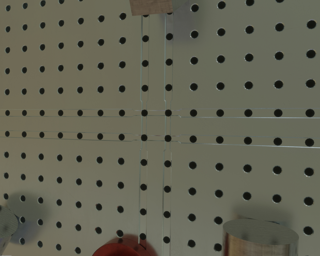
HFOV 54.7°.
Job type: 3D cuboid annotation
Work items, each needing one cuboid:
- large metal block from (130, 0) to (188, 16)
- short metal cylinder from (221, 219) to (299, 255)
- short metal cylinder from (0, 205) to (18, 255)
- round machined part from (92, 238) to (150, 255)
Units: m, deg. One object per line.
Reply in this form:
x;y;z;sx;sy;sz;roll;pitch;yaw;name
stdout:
-0.002;-0.185;0.368;0.050;0.080;0.079;2;122;20;large metal block
0.110;0.139;0.345;0.080;0.080;0.050;3;91;19;short metal cylinder
-0.270;0.160;0.476;0.080;0.080;0.050;35;101;16;short metal cylinder
-0.057;0.207;0.423;0.098;0.042;0.097;0;90;19;round machined part
